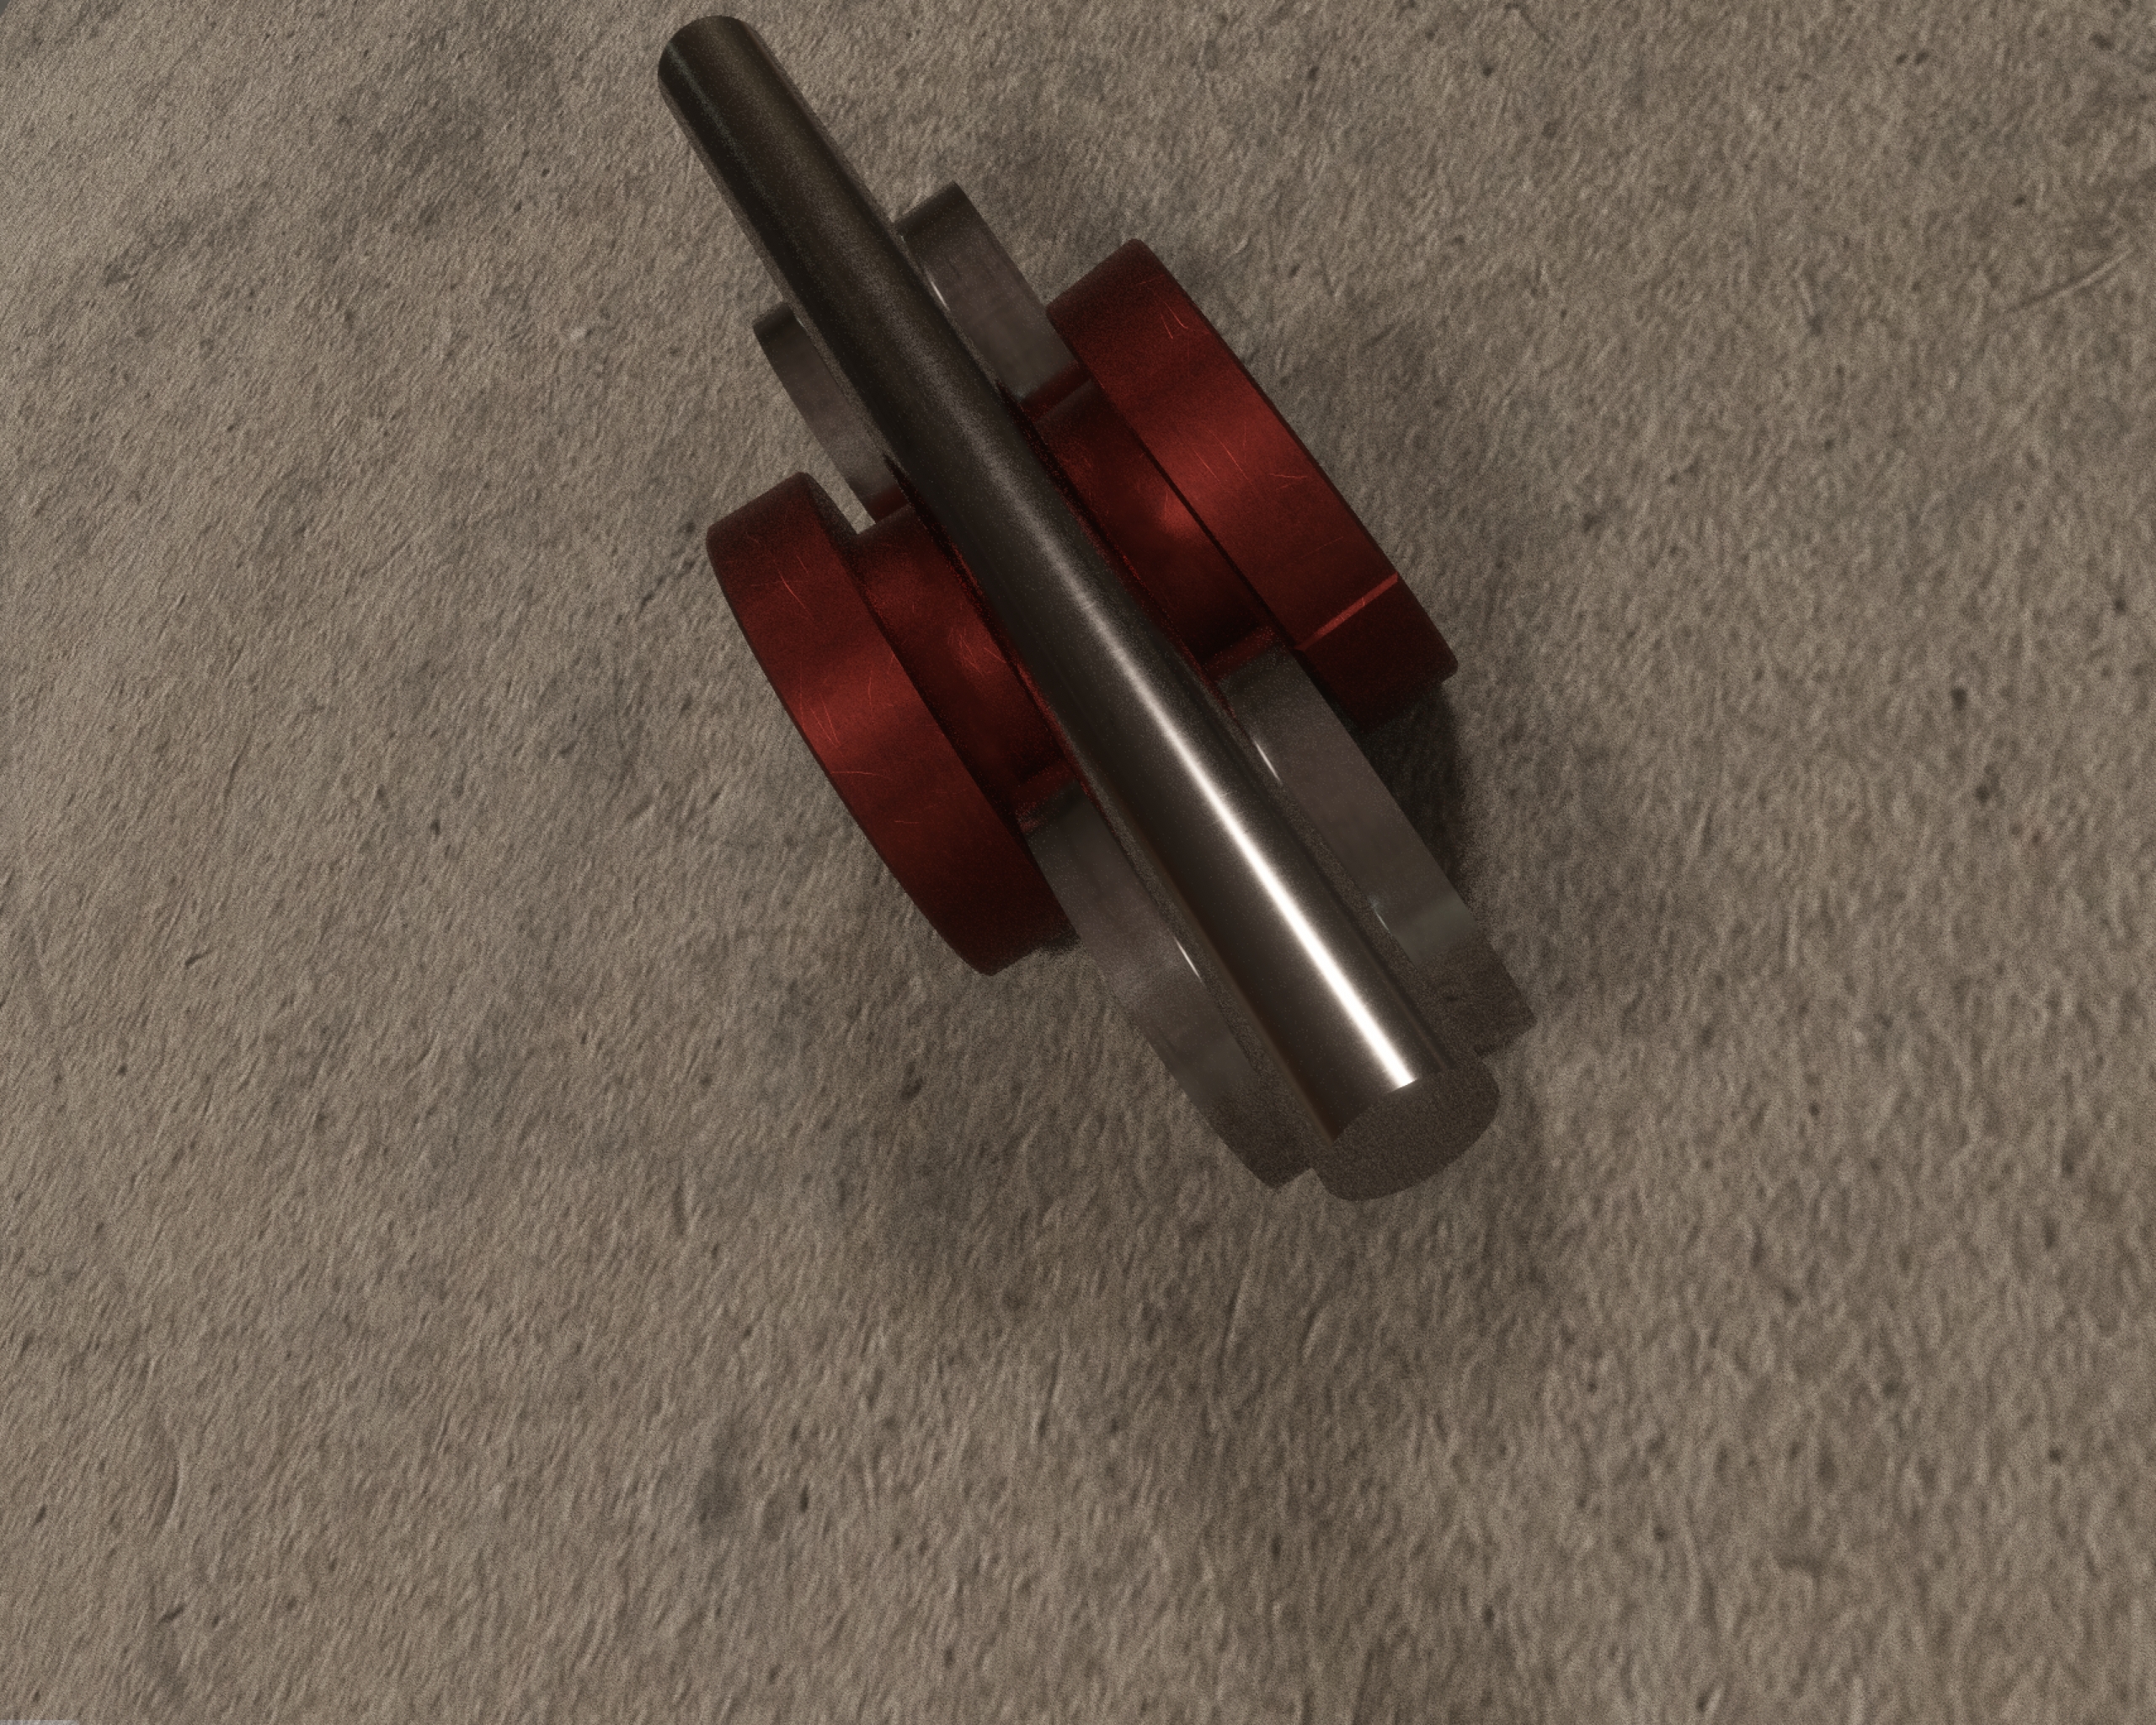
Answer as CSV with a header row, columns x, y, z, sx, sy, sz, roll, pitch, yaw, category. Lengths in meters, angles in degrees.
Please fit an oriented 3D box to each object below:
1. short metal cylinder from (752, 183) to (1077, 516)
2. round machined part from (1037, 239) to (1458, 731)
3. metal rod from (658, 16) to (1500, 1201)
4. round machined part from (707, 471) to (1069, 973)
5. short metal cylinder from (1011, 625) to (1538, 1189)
x,y,z,sx,sy,sz,roll,pitch,yaw,category
-0.024,-0.094,0.438,0.050,0.080,0.080,-34,52,6,short metal cylinder
0.024,-0.062,0.383,0.042,0.098,0.098,-37,51,9,round machined part
-0.018,-0.067,0.353,0.025,0.025,0.300,-34,52,5,metal rod
-0.024,-0.031,0.387,0.042,0.098,0.098,-32,52,3,round machined part
0.032,0.007,0.347,0.050,0.080,0.080,-34,52,6,short metal cylinder
